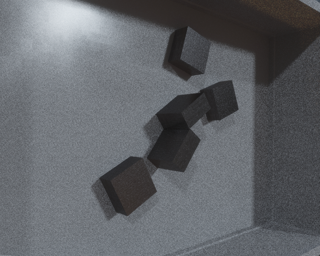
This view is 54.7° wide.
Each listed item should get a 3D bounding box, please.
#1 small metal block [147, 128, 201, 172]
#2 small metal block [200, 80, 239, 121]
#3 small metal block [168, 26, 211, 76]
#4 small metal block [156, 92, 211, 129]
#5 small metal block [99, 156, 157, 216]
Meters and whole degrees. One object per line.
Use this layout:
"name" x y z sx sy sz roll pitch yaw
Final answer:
"small metal block" 0.018 0.028 0.408 0.025 0.050 0.050 45 63 -31
"small metal block" 0.094 -0.044 0.488 0.050 0.025 0.050 -27 107 -37
"small metal block" 0.043 -0.109 0.445 0.050 0.025 0.050 22 76 -38
"small metal block" 0.032 -0.023 0.419 0.050 0.050 0.025 -42 116 -32
"small metal block" -0.038 0.069 0.377 0.050 0.025 0.050 -34 111 -35
